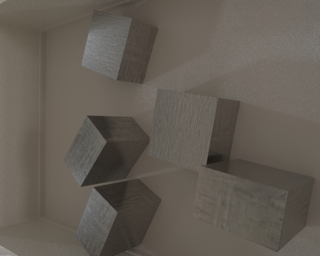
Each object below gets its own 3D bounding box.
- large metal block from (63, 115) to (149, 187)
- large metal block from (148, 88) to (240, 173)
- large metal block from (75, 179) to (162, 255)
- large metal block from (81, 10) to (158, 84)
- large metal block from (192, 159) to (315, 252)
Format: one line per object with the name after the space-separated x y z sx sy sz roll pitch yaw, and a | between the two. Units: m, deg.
-0.073 0.030 0.428 0.050 0.081 0.080 48 118 29 | large metal block
0.038 0.001 0.358 0.080 0.050 0.079 15 99 38 | large metal block
-0.055 0.120 0.414 0.050 0.081 0.079 36 112 34 | large metal block
-0.058 -0.114 0.436 0.080 0.050 0.079 26 106 36 | large metal block
0.090 0.066 0.296 0.080 0.081 0.050 13 98 39 | large metal block
